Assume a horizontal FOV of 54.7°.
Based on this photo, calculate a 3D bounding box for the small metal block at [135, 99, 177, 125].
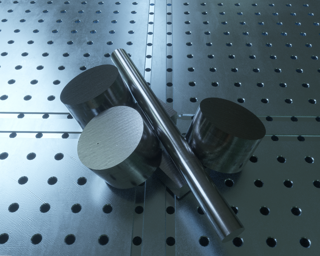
[{"bbox_3d":[-0.013,-0.013,0.414,0.050,0.025,0.050,-36,59,-26],"label":"small metal block"}]

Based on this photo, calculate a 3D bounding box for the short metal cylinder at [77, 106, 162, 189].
[{"bbox_3d":[-0.045,0.022,0.350,0.080,0.050,0.080,-13,52,18],"label":"short metal cylinder"}]

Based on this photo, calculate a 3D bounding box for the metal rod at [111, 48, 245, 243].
[{"bbox_3d":[0.003,-0.004,0.373,0.025,0.025,0.300,-20,53,-16],"label":"metal rod"}]

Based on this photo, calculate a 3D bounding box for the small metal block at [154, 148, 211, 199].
[{"bbox_3d":[0.025,0.046,0.365,0.050,0.025,0.050,-33,58,-25],"label":"small metal block"}]

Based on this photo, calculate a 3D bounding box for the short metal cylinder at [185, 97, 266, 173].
[{"bbox_3d":[0.075,0.007,0.364,0.081,0.050,0.080,15,33,-10],"label":"short metal cylinder"}]

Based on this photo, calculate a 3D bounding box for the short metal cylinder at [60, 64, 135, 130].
[{"bbox_3d":[-0.079,-0.038,0.400,0.080,0.050,0.080,-16,40,14],"label":"short metal cylinder"}]
